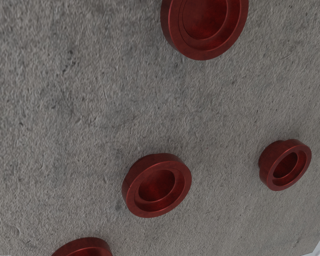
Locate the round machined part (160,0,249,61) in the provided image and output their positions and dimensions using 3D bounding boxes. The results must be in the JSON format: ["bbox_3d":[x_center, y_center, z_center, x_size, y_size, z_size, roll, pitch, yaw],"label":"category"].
[{"bbox_3d":[0.044,-0.128,0.341,0.099,0.042,0.097,-14,124,-21],"label":"round machined part"}]

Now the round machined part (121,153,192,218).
[{"bbox_3d":[-0.008,0.076,0.438,0.099,0.042,0.097,-14,124,-21],"label":"round machined part"}]

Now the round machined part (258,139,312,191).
[{"bbox_3d":[0.216,0.061,0.551,0.099,0.042,0.097,-14,124,-21],"label":"round machined part"}]

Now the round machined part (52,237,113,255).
[{"bbox_3d":[-0.117,0.216,0.466,0.099,0.042,0.097,-14,124,-21],"label":"round machined part"}]
